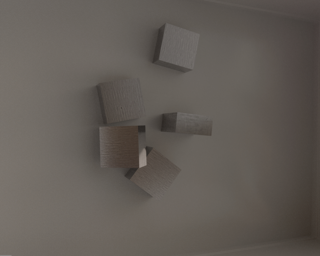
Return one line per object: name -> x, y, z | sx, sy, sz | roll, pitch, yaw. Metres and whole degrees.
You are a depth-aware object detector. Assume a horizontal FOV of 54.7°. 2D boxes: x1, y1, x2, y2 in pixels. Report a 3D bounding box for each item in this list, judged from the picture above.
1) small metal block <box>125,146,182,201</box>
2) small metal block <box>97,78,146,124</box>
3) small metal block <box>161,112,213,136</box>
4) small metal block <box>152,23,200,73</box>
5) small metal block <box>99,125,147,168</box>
small metal block -> -0.009, 0.060, 0.408 | 0.050, 0.025, 0.050 | 40, 77, -17
small metal block -> -0.049, -0.034, 0.393 | 0.050, 0.025, 0.050 | -11, 94, -20
small metal block -> 0.035, -0.005, 0.411 | 0.050, 0.050, 0.025 | 6, 88, -20
small metal block -> 0.022, -0.107, 0.420 | 0.050, 0.025, 0.050 | 12, 86, -20
small metal block -> -0.045, 0.022, 0.381 | 0.050, 0.025, 0.050 | -2, 90, 17
